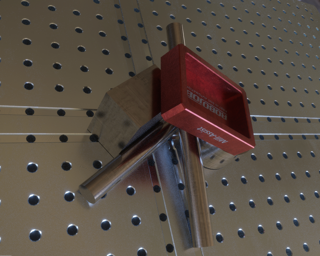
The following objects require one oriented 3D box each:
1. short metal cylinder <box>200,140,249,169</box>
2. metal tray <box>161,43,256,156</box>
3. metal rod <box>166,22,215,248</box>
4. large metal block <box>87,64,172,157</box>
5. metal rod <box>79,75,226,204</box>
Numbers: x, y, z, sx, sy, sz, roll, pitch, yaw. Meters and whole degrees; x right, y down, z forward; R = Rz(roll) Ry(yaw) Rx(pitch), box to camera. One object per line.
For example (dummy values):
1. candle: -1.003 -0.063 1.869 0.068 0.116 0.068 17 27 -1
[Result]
1. short metal cylinder: 0.081 0.011 0.430 0.081 0.050 0.080 14 56 -21
2. metal tray: 0.058 -0.030 0.366 0.131 0.030 0.090 26 50 -36
3. metal rod: 0.036 -0.005 0.403 0.025 0.025 0.299 4 69 -27
4. large metal block: -0.030 -0.019 0.369 0.050 0.080 0.080 47 51 4
5. metal rod: 0.014 -0.004 0.420 0.025 0.025 0.302 47 51 4
